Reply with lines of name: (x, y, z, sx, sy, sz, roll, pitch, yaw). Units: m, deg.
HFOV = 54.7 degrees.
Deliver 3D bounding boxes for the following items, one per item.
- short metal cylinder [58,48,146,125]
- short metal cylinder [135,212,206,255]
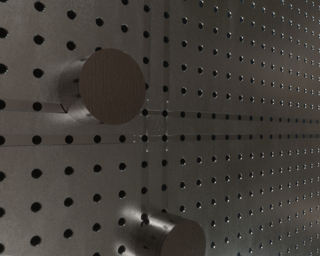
short metal cylinder: (-0.063, -0.043, 0.341, 0.081, 0.050, 0.079, 0, 90, -40)
short metal cylinder: (0.015, 0.156, 0.408, 0.081, 0.050, 0.079, 0, 90, -40)
